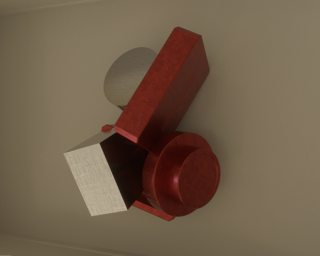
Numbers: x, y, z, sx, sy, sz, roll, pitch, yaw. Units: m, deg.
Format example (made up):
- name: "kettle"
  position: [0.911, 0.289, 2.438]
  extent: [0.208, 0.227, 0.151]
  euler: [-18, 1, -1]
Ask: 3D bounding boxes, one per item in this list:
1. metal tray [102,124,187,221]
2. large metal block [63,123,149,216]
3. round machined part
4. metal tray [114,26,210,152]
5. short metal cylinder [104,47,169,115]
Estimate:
- name: "metal tray"
  position: [-0.026, 0.056, 0.413]
  extent: [0.130, 0.030, 0.089]
  euler: [18, 96, 19]
- name: "large metal block"
  position: [-0.057, 0.047, 0.374]
  extent: [0.050, 0.080, 0.080]
  euler: [-16, 101, 25]
- name: "round machined part"
  position: [0.031, 0.054, 0.355]
  extent: [0.042, 0.099, 0.097]
  euler: [8, 93, 50]
- name: "metal tray"
  position: [0.008, -0.036, 0.354]
  extent: [0.030, 0.090, 0.130]
  euler: [28, 84, 20]
- name: "short metal cylinder"
  position: [-0.023, -0.053, 0.387]
  extent: [0.080, 0.050, 0.080]
  euler: [-13, 61, 26]
